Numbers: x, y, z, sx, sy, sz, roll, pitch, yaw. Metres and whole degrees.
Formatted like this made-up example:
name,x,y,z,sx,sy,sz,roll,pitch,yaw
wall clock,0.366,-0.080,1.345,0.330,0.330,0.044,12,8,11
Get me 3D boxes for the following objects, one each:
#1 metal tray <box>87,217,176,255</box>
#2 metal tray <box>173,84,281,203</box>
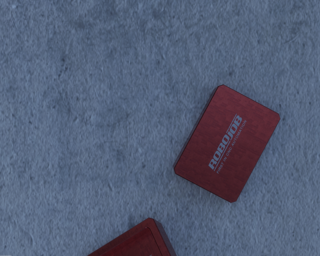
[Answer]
name,x,y,z,sx,sy,sz,roll,pitch,yaw
metal tray,-0.041,0.183,0.380,0.130,0.030,0.090,-32,55,2
metal tray,0.086,0.020,0.409,0.090,0.030,0.130,28,90,-1
